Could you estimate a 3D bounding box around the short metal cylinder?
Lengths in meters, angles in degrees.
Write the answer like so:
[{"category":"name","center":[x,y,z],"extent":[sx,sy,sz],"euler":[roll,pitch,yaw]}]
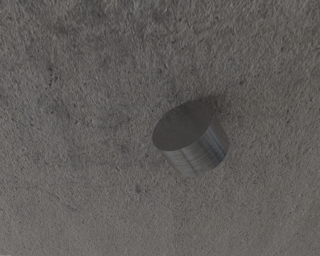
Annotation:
[{"category":"short metal cylinder","center":[0.038,0.012,0.382],"extent":[0.080,0.080,0.050],"euler":[-24,126,19]}]
